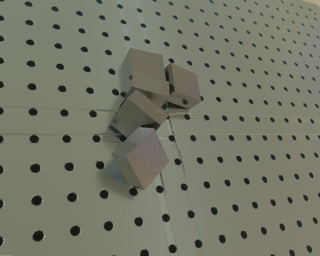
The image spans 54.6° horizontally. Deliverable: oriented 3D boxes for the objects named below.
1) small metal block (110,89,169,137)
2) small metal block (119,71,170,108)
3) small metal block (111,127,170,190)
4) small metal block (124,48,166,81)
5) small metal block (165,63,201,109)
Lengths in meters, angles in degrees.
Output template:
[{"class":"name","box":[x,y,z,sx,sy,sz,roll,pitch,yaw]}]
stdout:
[{"class":"small metal block","box":[-0.026,-0.010,0.382,0.050,0.050,0.025,39,39,-2]},{"class":"small metal block","box":[-0.021,-0.043,0.407,0.050,0.050,0.025,13,56,-21]},{"class":"small metal block","box":[-0.021,0.034,0.358,0.050,0.025,0.050,-46,125,-35]},{"class":"small metal block","box":[-0.022,-0.083,0.447,0.050,0.025,0.050,6,59,-25]},{"class":"small metal block","box":[0.030,-0.061,0.454,0.050,0.025,0.050,17,54,-34]}]
